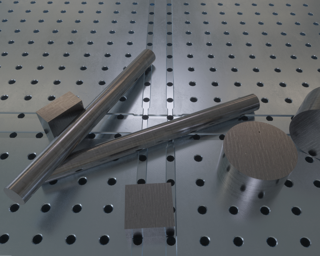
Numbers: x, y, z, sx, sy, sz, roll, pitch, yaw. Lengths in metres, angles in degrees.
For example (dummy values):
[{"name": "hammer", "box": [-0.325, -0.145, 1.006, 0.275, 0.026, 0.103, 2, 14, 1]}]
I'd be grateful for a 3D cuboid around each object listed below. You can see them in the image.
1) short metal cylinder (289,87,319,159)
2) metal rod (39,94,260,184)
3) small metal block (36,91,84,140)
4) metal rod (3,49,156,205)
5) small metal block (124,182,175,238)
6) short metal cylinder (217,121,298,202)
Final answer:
[{"name": "short metal cylinder", "box": [0.208, -0.005, 0.378, 0.080, 0.080, 0.050, 29, 56, 22]}, {"name": "metal rod", "box": [-0.005, 0.009, 0.399, 0.302, 0.025, 0.025, -18, 53, -15]}, {"name": "small metal block", "box": [-0.124, -0.011, 0.400, 0.025, 0.050, 0.050, 35, 58, 26]}, {"name": "metal rod", "box": [-0.081, -0.025, 0.406, 0.025, 0.025, 0.301, 20, 46, 16]}, {"name": "small metal block", "box": [-0.012, 0.088, 0.333, 0.050, 0.025, 0.050, -2, 50, -2]}, {"name": "short metal cylinder", "box": [0.110, 0.038, 0.360, 0.081, 0.050, 0.080, 0, 50, 0]}]
